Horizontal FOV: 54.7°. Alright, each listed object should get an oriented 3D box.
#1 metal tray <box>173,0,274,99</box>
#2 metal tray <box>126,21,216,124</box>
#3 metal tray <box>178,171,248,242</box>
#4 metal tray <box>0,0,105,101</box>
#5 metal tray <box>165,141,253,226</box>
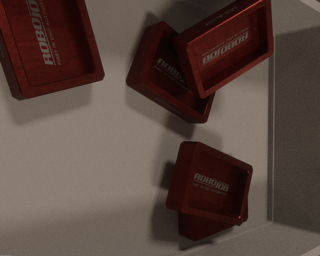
[{"bbox_3d":[0.089,-0.108,0.412,0.131,0.030,0.090,-33,134,-9],"label":"metal tray"},{"bbox_3d":[0.025,-0.071,0.425,0.131,0.030,0.090,29,72,-37],"label":"metal tray"},{"bbox_3d":[0.085,0.111,0.478,0.131,0.030,0.089,-3,92,-40],"label":"metal tray"},{"bbox_3d":[-0.116,-0.101,0.306,0.091,0.030,0.129,-23,105,-38],"label":"metal tray"},{"bbox_3d":[0.073,0.079,0.427,0.131,0.030,0.090,24,75,-38],"label":"metal tray"}]
